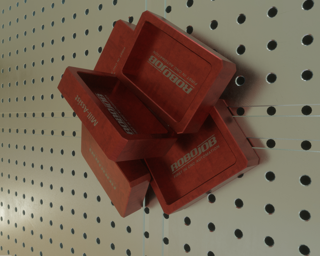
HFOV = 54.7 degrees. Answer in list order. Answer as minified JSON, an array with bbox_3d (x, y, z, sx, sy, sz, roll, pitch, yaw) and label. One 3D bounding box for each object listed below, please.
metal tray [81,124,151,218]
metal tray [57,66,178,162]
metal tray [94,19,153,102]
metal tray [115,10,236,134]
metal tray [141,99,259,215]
[{"bbox_3d":[-0.068,0.049,0.435,0.130,0.030,0.089,50,145,28],"label":"metal tray"},{"bbox_3d":[-0.050,-0.019,0.366,0.130,0.091,0.030,48,119,29],"label":"metal tray"},{"bbox_3d":[-0.053,-0.076,0.447,0.090,0.030,0.129,46,117,30],"label":"metal tray"},{"bbox_3d":[0.011,-0.065,0.356,0.130,0.030,0.089,44,116,31],"label":"metal tray"},{"bbox_3d":[0.039,0.035,0.371,0.129,0.030,0.090,-41,66,32],"label":"metal tray"}]
